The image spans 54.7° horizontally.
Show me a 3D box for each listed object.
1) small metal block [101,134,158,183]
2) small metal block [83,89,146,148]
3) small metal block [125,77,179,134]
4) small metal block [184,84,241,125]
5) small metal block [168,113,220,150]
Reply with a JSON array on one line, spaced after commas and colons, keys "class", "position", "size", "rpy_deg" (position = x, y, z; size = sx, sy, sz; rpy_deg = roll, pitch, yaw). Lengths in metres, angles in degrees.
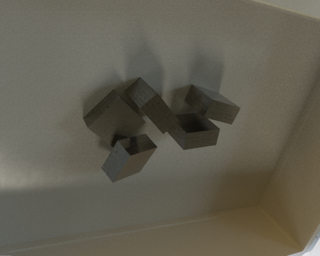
[{"class": "small metal block", "position": [-0.038, 0.037, 0.391], "size": [0.050, 0.025, 0.050], "rpy_deg": [-14, 145, -51]}, {"class": "small metal block", "position": [-0.054, -0.009, 0.373], "size": [0.050, 0.025, 0.050], "rpy_deg": [-44, 129, 2]}, {"class": "small metal block", "position": [-0.010, -0.027, 0.370], "size": [0.025, 0.050, 0.050], "rpy_deg": [-41, 129, 0]}, {"class": "small metal block", "position": [0.069, -0.031, 0.410], "size": [0.050, 0.050, 0.025], "rpy_deg": [12, 112, -33]}, {"class": "small metal block", "position": [0.044, 0.003, 0.418], "size": [0.050, 0.050, 0.025], "rpy_deg": [-6, 121, -25]}]
